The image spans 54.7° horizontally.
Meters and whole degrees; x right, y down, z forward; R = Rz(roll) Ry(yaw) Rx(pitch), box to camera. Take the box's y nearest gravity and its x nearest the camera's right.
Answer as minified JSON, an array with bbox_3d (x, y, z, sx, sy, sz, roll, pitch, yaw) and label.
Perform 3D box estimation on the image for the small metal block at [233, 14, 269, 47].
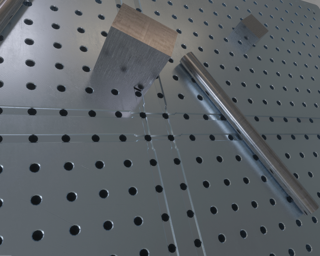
[{"bbox_3d":[0.185,-0.198,0.628,0.050,0.025,0.050,47,51,4],"label":"small metal block"}]

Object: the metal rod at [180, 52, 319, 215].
[{"bbox_3d":[0.132,0.003,0.476,0.025,0.025,0.300,-31,79,-38],"label":"metal rod"}]

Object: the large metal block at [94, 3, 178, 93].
[{"bbox_3d":[-0.033,-0.105,0.419,0.080,0.080,0.050,24,53,-14],"label":"large metal block"}]

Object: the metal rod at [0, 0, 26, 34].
[{"bbox_3d":[-0.194,-0.166,0.404,0.025,0.025,0.300,23,53,-15],"label":"metal rod"}]
